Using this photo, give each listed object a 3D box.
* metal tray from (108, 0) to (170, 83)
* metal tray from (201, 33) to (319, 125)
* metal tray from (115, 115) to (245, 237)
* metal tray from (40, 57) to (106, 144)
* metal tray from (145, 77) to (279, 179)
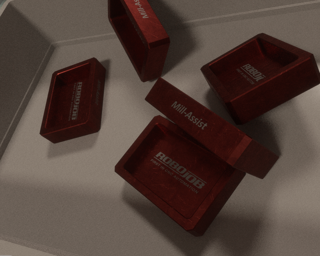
[{"bbox_3d":[-0.035,-0.142,0.438,0.030,0.090,0.130,-23,73,-17],"label":"metal tray"},{"bbox_3d":[0.103,-0.061,0.349,0.090,0.030,0.130,-29,25,9],"label":"metal tray"},{"bbox_3d":[0.019,0.049,0.361,0.130,0.030,0.090,31,79,37],"label":"metal tray"},{"bbox_3d":[-0.138,-0.046,0.500,0.090,0.030,0.130,-14,56,19],"label":"metal tray"},{"bbox_3d":[0.054,-0.001,0.332,0.130,0.090,0.030,40,100,38],"label":"metal tray"}]
